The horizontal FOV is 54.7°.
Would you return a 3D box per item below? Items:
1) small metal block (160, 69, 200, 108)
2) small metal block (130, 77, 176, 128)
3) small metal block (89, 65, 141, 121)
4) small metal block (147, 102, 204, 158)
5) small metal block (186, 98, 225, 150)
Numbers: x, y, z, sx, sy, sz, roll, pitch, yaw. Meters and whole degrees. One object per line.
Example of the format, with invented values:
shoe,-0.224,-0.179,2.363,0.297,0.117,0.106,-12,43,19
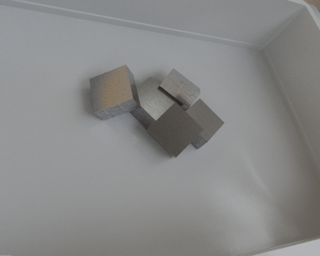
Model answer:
small metal block,0.030,-0.058,0.442,0.050,0.025,0.050,37,16,-4
small metal block,-0.014,-0.034,0.418,0.050,0.025,0.050,44,51,2
small metal block,-0.056,-0.043,0.384,0.050,0.025,0.050,-19,64,11
small metal block,0.019,0.003,0.398,0.050,0.025,0.050,45,82,3
small metal block,0.055,-0.006,0.439,0.050,0.025,0.050,46,51,3
